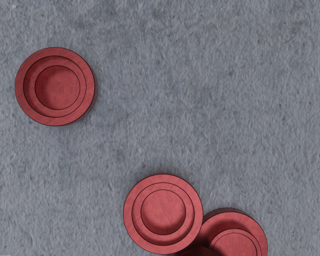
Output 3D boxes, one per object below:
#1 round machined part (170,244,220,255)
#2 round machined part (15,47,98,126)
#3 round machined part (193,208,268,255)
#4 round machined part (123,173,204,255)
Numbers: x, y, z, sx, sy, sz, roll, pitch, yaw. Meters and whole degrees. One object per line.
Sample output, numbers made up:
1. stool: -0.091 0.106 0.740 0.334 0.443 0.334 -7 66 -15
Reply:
1. round machined part: 0.046 0.195 0.376 0.098 0.042 0.097 15 120 28
2. round machined part: -0.129 -0.051 0.400 0.099 0.042 0.097 0 90 -1
3. round machined part: 0.092 0.157 0.403 0.099 0.042 0.097 0 90 -1
4. round machined part: 0.005 0.106 0.399 0.099 0.042 0.097 0 86 2
